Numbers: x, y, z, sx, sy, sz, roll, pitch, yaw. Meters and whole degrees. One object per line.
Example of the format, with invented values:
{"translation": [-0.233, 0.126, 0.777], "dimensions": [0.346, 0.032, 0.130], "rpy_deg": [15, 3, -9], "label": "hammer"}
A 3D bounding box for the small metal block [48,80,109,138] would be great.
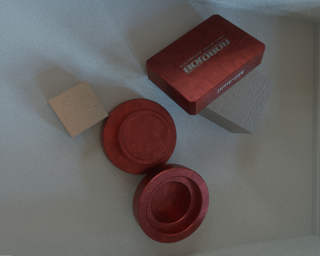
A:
{"translation": [-0.099, -0.023, 0.374], "dimensions": [0.050, 0.025, 0.050], "rpy_deg": [-34, 102, -17], "label": "small metal block"}

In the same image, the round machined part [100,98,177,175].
{"translation": [-0.024, 0.011, 0.394], "dimensions": [0.099, 0.042, 0.097], "rpy_deg": [0, 90, -21], "label": "round machined part"}

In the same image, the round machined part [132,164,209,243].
{"translation": [0.011, 0.094, 0.402], "dimensions": [0.099, 0.042, 0.097], "rpy_deg": [-4, 99, -24], "label": "round machined part"}

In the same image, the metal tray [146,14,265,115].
{"translation": [0.059, -0.086, 0.404], "dimensions": [0.131, 0.030, 0.090], "rpy_deg": [-38, 64, -16], "label": "metal tray"}

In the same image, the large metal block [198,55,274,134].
{"translation": [0.100, -0.045, 0.436], "dimensions": [0.080, 0.050, 0.080], "rpy_deg": [27, 81, -18], "label": "large metal block"}
